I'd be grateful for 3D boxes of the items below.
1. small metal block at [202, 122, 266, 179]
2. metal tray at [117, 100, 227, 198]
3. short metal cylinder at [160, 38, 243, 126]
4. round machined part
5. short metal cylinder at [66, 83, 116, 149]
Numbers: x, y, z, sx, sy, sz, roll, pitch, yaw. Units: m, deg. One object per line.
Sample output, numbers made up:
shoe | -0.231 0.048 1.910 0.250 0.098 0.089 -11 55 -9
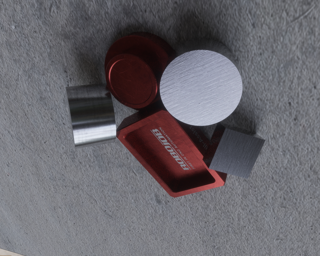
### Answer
small metal block | 0.084 0.026 0.357 0.050 0.025 0.050 16 105 -14
metal tray | 0.016 0.030 0.400 0.090 0.030 0.130 -24 115 36
short metal cylinder | 0.043 -0.049 0.326 0.080 0.050 0.079 3 119 6
round machined part | -0.026 -0.062 0.373 0.098 0.042 0.097 13 124 21
short metal cylinder | -0.091 -0.016 0.402 0.050 0.080 0.079 -9 124 -17
